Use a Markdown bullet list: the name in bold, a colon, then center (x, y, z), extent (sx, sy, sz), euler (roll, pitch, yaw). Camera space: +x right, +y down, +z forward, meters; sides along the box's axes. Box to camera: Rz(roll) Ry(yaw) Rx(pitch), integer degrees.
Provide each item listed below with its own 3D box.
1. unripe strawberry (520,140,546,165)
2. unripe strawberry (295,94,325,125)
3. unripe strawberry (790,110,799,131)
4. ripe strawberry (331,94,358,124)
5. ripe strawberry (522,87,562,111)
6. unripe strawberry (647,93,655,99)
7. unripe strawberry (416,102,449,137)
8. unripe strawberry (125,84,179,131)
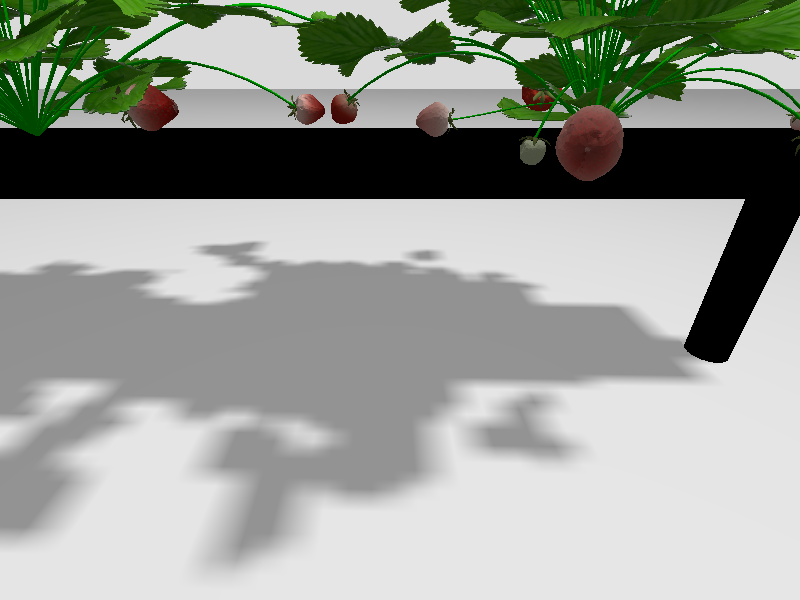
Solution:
- **unripe strawberry**: center (0.070, -0.078, 0.213), extent (0.014, 0.013, 0.013), euler (18, 16, 29)
- **unripe strawberry**: center (-0.086, -0.182, 0.383), extent (0.028, 0.027, 0.030), euler (-4, 29, -20)
- **unripe strawberry**: center (0.342, -0.150, 0.335), extent (0.022, 0.019, 0.022), euler (28, 23, -19)
- **ripe strawberry**: center (-0.058, -0.191, 0.405), extent (0.028, 0.028, 0.026), euler (-37, 6, 37)
- **ripe strawberry**: center (0.183, -0.268, 0.521), extent (0.050, 0.045, 0.045), euler (3, 19, 6)
- **unripe strawberry**: center (0.290, -0.236, 0.461), extent (0.009, 0.010, 0.010), euler (21, 36, 33)
- **unripe strawberry**: center (0.025, -0.142, 0.316), extent (0.026, 0.025, 0.024), euler (-2, 29, -2)
- **unripe strawberry**: center (-0.207, -0.161, 0.335), extent (0.037, 0.037, 0.041), euler (-6, 30, -12)
